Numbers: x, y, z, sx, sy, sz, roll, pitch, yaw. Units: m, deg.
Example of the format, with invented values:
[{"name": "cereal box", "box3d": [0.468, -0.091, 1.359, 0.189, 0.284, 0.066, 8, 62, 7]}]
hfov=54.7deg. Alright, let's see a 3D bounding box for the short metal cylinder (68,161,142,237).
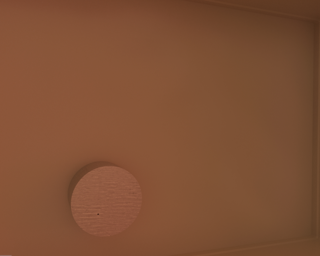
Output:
[{"name": "short metal cylinder", "box3d": [-0.068, 0.082, 0.373, 0.081, 0.050, 0.079, 0, 90, -21]}]
